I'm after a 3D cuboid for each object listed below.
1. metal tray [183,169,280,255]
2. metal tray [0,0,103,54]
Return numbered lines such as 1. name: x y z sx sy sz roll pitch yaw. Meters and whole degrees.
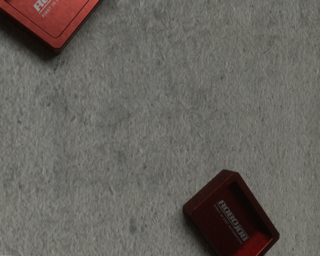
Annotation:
1. metal tray: 0.105 0.136 0.446 0.090 0.030 0.130 -39 103 -16
2. metal tray: -0.118 -0.164 0.362 0.090 0.030 0.130 37 78 -17
